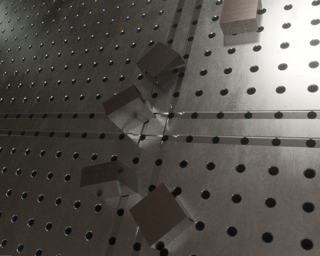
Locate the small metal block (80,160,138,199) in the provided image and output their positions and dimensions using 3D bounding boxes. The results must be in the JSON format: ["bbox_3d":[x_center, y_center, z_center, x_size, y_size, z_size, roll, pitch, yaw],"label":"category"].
[{"bbox_3d":[-0.062,0.065,0.383,0.050,0.050,0.025,-14,56,20],"label":"small metal block"}]

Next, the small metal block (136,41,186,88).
[{"bbox_3d":[0.001,-0.096,0.465,0.050,0.025,0.050,-45,51,-3],"label":"small metal block"}]

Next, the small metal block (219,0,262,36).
[{"bbox_3d":[0.117,-0.164,0.447,0.050,0.025,0.050,1,62,28],"label":"small metal block"}]

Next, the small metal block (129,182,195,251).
[{"bbox_3d":[0.002,0.098,0.346,0.050,0.025,0.050,-40,51,1],"label":"small metal block"}]

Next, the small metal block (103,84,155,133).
[{"bbox_3d":[-0.042,-0.025,0.428,0.050,0.050,0.025,-30,52,9],"label":"small metal block"}]
